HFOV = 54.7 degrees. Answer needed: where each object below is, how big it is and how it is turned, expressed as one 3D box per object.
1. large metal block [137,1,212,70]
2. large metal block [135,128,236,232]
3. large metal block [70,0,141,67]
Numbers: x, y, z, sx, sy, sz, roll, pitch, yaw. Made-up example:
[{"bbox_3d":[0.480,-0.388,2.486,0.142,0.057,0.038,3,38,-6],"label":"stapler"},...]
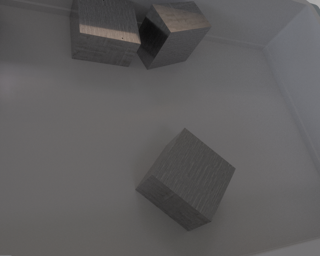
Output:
[{"bbox_3d":[0.016,-0.138,0.463,0.081,0.080,0.050,-21,73,-36],"label":"large metal block"},{"bbox_3d":[0.032,0.061,0.369,0.080,0.050,0.080,39,51,-2],"label":"large metal block"},{"bbox_3d":[-0.078,-0.137,0.431,0.081,0.050,0.080,3,60,-27],"label":"large metal block"}]
